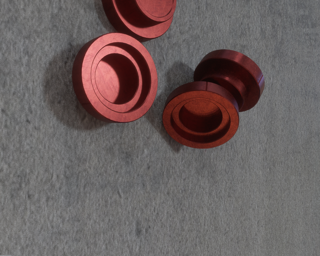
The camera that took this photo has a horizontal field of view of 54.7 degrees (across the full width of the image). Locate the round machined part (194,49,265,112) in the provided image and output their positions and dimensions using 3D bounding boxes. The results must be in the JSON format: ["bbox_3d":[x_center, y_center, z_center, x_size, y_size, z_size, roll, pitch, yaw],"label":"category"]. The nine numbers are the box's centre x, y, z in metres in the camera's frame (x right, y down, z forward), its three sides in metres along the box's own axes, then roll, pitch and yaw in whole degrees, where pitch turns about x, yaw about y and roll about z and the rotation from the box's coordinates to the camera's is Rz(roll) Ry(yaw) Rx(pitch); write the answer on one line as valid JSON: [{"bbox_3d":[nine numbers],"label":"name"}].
[{"bbox_3d":[0.091,-0.057,0.434,0.098,0.098,0.042,53,54,-27],"label":"round machined part"}]

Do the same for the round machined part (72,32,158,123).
[{"bbox_3d":[-0.054,-0.054,0.350,0.099,0.042,0.097,0,90,-40],"label":"round machined part"}]

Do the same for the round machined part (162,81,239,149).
[{"bbox_3d":[0.055,-0.021,0.414,0.098,0.098,0.042,51,32,-28],"label":"round machined part"}]

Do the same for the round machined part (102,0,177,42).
[{"bbox_3d":[-0.018,-0.159,0.380,0.099,0.042,0.097,0,90,-40],"label":"round machined part"}]
